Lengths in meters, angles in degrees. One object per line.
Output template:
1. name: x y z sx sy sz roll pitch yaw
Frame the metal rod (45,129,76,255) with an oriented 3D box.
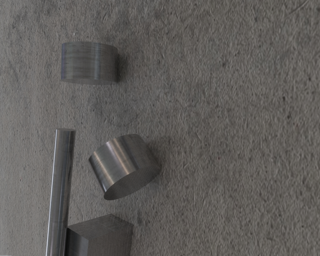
1. metal rod: -0.138 0.150 0.414 0.025 0.025 0.298 11 97 39

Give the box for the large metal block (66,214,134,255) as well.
1. large metal block: -0.088 0.177 0.442 0.050 0.081 0.079 11 97 39

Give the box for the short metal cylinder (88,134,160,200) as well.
1. short metal cylinder: -0.047 0.052 0.408 0.080 0.081 0.050 -47 62 30

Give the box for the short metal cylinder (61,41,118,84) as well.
1. short metal cylinder: -0.103 -0.092 0.454 0.080 0.081 0.050 4 92 40
